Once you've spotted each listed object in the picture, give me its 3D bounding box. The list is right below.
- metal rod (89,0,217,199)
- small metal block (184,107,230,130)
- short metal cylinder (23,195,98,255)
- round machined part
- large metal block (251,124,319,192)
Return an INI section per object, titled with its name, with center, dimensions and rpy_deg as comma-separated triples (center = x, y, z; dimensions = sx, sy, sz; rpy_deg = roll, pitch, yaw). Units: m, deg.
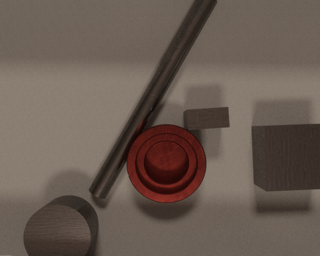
[metal rod]
center = -0.009, -0.043, 0.411
dimensions = 0.025, 0.025, 0.299
rpy_deg = 30, 90, -1
[small metal block]
center = 0.058, -0.012, 0.400
dimensions = 0.050, 0.050, 0.025
rpy_deg = -4, 90, -1
[short metal cylinder]
center = -0.124, 0.132, 0.397
dimensions = 0.081, 0.050, 0.079
rpy_deg = 0, 90, -1
[round machined part]
center = 0.008, 0.043, 0.402
dimensions = 0.099, 0.042, 0.097
rpy_deg = 0, 93, 0
[large metal block]
center = 0.168, 0.036, 0.401
dimensions = 0.081, 0.050, 0.079
rpy_deg = -2, 90, -1
